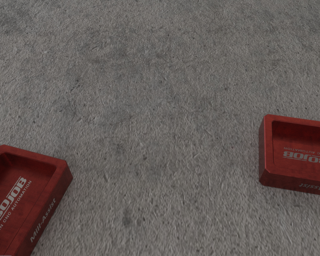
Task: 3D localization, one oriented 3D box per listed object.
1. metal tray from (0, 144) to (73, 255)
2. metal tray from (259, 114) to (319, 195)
[{"bbox_3d":[-0.164,0.084,0.327,0.090,0.030,0.130,13,51,10],"label":"metal tray"},{"bbox_3d":[0.189,0.034,0.372,0.131,0.030,0.090,9,50,7],"label":"metal tray"}]
